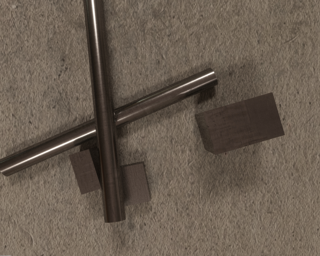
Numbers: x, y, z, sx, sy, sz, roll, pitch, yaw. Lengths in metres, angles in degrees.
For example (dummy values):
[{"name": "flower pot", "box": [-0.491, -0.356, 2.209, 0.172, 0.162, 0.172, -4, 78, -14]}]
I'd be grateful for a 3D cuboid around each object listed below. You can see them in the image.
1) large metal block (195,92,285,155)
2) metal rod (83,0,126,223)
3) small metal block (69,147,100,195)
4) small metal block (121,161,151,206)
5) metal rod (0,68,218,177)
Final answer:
[{"name": "large metal block", "box": [0.093, -0.005, 0.384, 0.080, 0.080, 0.050, -16, 90, 0]}, {"name": "metal rod", "box": [-0.071, -0.037, 0.387, 0.025, 0.025, 0.298, -7, 81, -1]}, {"name": "small metal block", "box": [-0.090, 0.053, 0.396, 0.025, 0.050, 0.050, -17, 90, 0]}, {"name": "small metal block", "box": [-0.042, 0.074, 0.410, 0.050, 0.025, 0.050, -12, 90, -1]}, {"name": "metal rod", "box": [-0.067, -0.008, 0.409, 0.301, 0.025, 0.025, -24, 90, -1]}]
